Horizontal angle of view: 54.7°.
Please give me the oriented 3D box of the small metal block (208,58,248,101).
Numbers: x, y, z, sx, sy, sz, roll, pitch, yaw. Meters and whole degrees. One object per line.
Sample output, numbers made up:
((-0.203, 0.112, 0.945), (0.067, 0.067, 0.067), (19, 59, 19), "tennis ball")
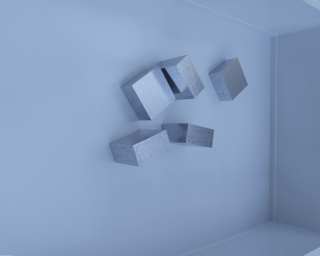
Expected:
((0.111, -0.078, 0.499), (0.050, 0.025, 0.050), (-42, 115, -32), "small metal block")

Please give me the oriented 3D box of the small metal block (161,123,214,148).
((0.037, 0.010, 0.421), (0.050, 0.050, 0.025), (12, 82, -39), "small metal block")

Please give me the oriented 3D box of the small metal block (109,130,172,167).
((-0.024, 0.022, 0.370), (0.050, 0.050, 0.025), (-25, 106, -37), "small metal block")

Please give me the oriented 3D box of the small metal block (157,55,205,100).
((0.023, -0.065, 0.409), (0.025, 0.050, 0.050), (-48, 119, -29), "small metal block")

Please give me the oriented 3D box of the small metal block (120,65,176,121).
((-0.014, -0.044, 0.395), (0.050, 0.025, 0.050), (-43, 116, -31), "small metal block")
